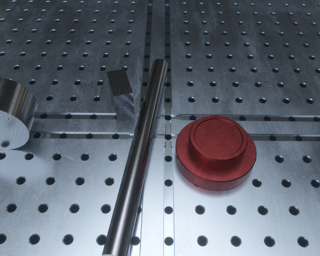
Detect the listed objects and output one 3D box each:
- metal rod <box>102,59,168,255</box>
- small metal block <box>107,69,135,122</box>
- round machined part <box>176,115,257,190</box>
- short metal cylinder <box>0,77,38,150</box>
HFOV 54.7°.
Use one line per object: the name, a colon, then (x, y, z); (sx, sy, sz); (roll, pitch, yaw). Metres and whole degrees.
metal rod: (-0.022, 0.013, 0.395); (0.025, 0.025, 0.300); (7, 50, 5)
small metal block: (-0.054, -0.045, 0.429); (0.025, 0.050, 0.050); (-12, 51, -10)
round machined part: (0.069, 0.023, 0.378); (0.099, 0.042, 0.098); (0, 50, 0)
short metal cylinder: (-0.199, -0.016, 0.383); (0.081, 0.080, 0.050); (-2, 50, -2)
